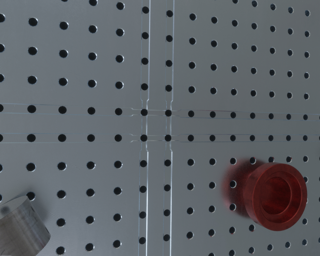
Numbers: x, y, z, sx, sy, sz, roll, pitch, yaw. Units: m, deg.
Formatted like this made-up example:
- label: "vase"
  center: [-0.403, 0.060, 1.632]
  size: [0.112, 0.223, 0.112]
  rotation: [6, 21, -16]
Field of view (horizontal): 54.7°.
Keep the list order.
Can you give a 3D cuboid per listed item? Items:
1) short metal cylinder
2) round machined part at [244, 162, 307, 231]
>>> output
- label: "short metal cylinder"
  center: [-0.164, 0.115, 0.323]
  size: [0.080, 0.080, 0.050]
  rotation: [-29, 100, -18]
- label: "round machined part"
  center: [0.167, 0.100, 0.465]
  size: [0.099, 0.042, 0.097]
  rotation: [0, 90, -20]
